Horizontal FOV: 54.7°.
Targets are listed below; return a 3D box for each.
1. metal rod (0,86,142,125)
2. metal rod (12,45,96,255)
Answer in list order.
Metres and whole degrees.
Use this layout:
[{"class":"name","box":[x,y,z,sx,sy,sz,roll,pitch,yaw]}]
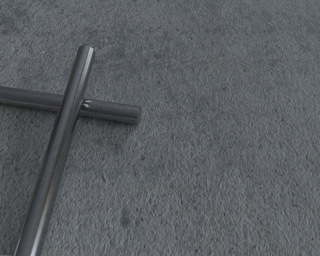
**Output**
[{"class":"metal rod","box":[-0.175,-0.039,0.433,0.302,0.025,0.025,9,51,7]},{"class":"metal rod","box":[-0.118,0.015,0.366,0.025,0.025,0.300,4,57,3]}]
